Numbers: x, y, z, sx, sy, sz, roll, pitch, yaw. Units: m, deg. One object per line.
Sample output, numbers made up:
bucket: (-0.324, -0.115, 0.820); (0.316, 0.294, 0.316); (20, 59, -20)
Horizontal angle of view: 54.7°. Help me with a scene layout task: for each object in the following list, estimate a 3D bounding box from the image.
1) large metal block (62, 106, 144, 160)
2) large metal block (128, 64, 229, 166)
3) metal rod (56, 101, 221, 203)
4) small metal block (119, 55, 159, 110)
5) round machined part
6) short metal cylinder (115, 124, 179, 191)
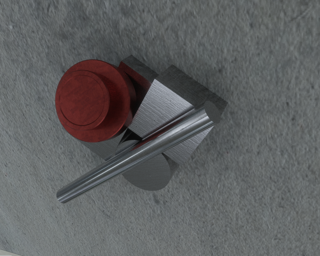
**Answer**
large metal block: (-0.076, -0.014, 0.421); (0.080, 0.050, 0.079); (36, 129, 3)
large metal block: (0.021, -0.015, 0.371); (0.080, 0.050, 0.079); (36, 129, 4)
metal rod: (-0.050, 0.045, 0.396); (0.299, 0.025, 0.025); (-31, 101, 38)
small metal block: (-0.031, -0.054, 0.389); (0.050, 0.025, 0.050); (37, 129, 3)
round machined part: (-0.081, -0.031, 0.362); (0.098, 0.042, 0.097); (1, 93, 17)
short metal cylinder: (-0.013, 0.038, 0.420); (0.080, 0.050, 0.079); (13, 124, 20)
